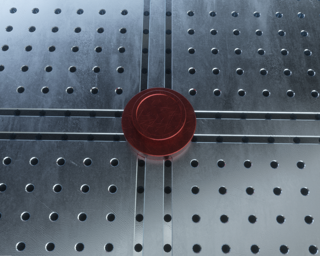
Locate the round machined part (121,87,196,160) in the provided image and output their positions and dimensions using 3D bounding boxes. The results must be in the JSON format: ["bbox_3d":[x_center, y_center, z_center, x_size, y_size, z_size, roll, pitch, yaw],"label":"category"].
[{"bbox_3d":[-0.001,-0.010,0.406,0.099,0.042,0.098,0,70,-1],"label":"round machined part"}]
